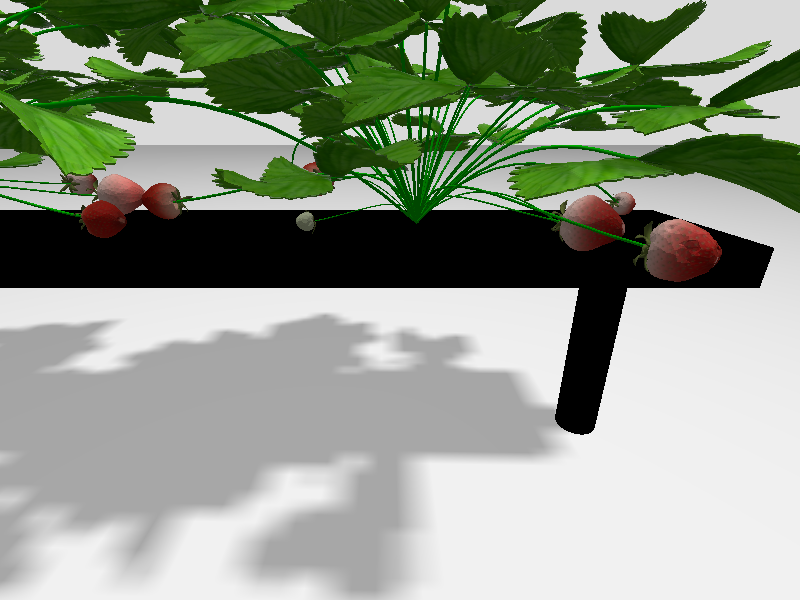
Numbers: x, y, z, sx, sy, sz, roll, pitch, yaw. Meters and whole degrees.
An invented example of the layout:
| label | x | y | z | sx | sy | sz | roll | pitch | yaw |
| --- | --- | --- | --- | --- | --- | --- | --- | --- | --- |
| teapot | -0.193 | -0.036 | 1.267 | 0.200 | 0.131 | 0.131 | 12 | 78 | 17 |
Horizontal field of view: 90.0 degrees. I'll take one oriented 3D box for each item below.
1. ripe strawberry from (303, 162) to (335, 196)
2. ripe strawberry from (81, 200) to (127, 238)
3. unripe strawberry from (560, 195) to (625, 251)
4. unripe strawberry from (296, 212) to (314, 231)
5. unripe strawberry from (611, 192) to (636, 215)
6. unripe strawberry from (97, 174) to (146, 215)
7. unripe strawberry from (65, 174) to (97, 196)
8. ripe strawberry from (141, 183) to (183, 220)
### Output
| label | x | y | z | sx | sy | sz | roll | pitch | yaw |
| --- | --- | --- | --- | --- | --- | --- | --- | --- | --- |
| ripe strawberry | -0.103 | -0.148 | 0.490 | 0.044 | 0.039 | 0.040 | -16 | 27 | -33 |
| ripe strawberry | -0.220 | -0.060 | 0.300 | 0.028 | 0.027 | 0.026 | 6 | 23 | 12 |
| unripe strawberry | 0.128 | -0.050 | 0.265 | 0.038 | 0.037 | 0.035 | 17 | 28 | 34 |
| unripe strawberry | -0.076 | -0.062 | 0.318 | 0.014 | 0.015 | 0.013 | -8 | 24 | -18 |
| unripe strawberry | 0.216 | -0.092 | 0.385 | 0.022 | 0.021 | 0.020 | 5 | 21 | -14 |
| unripe strawberry | -0.268 | -0.102 | 0.388 | 0.039 | 0.038 | 0.036 | -6 | 23 | -15 |
| unripe strawberry | -0.396 | -0.148 | 0.502 | 0.032 | 0.034 | 0.035 | 5 | 23 | 12 |
| ripe strawberry | -0.219 | -0.090 | 0.366 | 0.033 | 0.033 | 0.031 | 2 | 23 | 5 |
